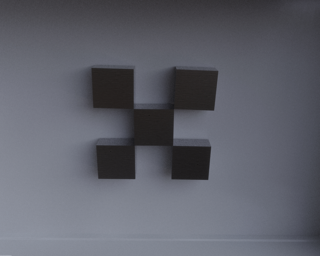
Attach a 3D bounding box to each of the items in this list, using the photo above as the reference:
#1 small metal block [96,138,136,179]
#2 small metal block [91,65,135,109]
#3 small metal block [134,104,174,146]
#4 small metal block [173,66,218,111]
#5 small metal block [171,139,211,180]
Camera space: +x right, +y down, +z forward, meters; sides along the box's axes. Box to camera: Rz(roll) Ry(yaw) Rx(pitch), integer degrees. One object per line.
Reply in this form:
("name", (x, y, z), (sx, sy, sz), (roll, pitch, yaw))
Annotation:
("small metal block", (-0.058, 0.042, 0.424), (0.050, 0.025, 0.050), (1, 110, -1))
("small metal block", (-0.057, -0.052, 0.389), (0.050, 0.025, 0.050), (1, 110, -1))
("small metal block", (-0.008, -0.005, 0.407), (0.050, 0.025, 0.050), (0, 110, -1))
("small metal block", (0.044, -0.050, 0.390), (0.050, 0.025, 0.050), (2, 110, -1))
("small metal block", (0.041, 0.043, 0.425), (0.050, 0.025, 0.050), (1, 110, -1))
